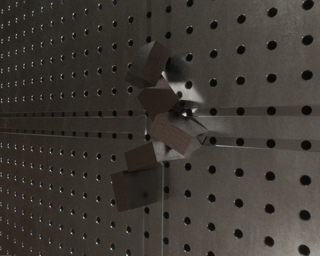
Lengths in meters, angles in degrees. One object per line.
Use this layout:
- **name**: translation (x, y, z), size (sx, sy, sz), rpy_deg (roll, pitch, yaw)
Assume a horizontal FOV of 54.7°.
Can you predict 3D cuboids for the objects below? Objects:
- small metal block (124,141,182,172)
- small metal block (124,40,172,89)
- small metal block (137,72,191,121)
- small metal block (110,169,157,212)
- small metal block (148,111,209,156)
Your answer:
- **small metal block**: translation (-0.008, 0.036, 0.398), size (0.050, 0.050, 0.025), rpy_deg (-24, 75, 37)
- **small metal block**: translation (-0.016, -0.080, 0.398), size (0.050, 0.025, 0.050), rpy_deg (6, 70, 63)
- **small metal block**: translation (0.004, -0.038, 0.404), size (0.050, 0.025, 0.050), rpy_deg (-47, 62, 29)
- **small metal block**: translation (-0.035, 0.082, 0.420), size (0.025, 0.050, 0.050), rpy_deg (-22, 76, 37)
- **small metal block**: translation (0.023, 0.004, 0.366), size (0.050, 0.050, 0.025), rpy_deg (33, 111, 20)
